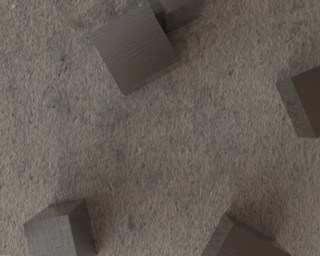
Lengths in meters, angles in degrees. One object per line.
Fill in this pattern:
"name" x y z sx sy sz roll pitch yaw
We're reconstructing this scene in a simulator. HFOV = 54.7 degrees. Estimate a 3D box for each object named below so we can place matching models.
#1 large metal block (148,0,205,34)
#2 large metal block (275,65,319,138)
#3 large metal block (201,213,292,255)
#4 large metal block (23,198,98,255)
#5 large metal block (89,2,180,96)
"large metal block" 0.012 -0.173 0.383 0.050 0.080 0.080 -27 90 0
"large metal block" 0.211 -0.040 0.400 0.080 0.050 0.080 -23 90 -1
"large metal block" 0.105 0.170 0.399 0.080 0.050 0.080 29 90 -1
"large metal block" -0.118 0.139 0.381 0.050 0.080 0.080 -12 90 0
"large metal block" -0.031 -0.097 0.397 0.080 0.050 0.080 -29 90 0
